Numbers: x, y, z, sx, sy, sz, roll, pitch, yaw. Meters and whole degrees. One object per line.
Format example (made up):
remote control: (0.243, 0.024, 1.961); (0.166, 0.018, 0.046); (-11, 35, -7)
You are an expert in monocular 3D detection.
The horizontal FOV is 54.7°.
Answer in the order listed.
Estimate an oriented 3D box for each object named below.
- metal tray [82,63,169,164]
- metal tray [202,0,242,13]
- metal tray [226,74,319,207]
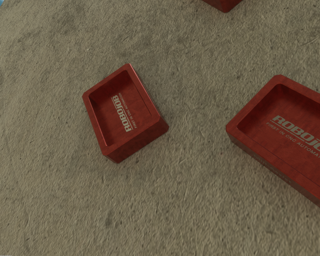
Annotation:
metal tray: (-0.054, -0.025, 0.443); (0.090, 0.030, 0.130); (-33, 51, 6)
metal tray: (0.096, -0.248, 0.501); (0.090, 0.030, 0.130); (-40, 51, 0)
metal tray: (0.145, 0.009, 0.318); (0.090, 0.030, 0.130); (-45, 51, -4)
